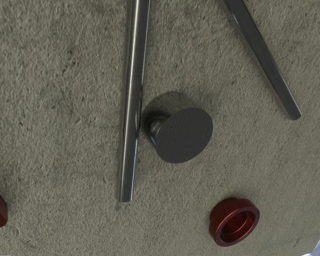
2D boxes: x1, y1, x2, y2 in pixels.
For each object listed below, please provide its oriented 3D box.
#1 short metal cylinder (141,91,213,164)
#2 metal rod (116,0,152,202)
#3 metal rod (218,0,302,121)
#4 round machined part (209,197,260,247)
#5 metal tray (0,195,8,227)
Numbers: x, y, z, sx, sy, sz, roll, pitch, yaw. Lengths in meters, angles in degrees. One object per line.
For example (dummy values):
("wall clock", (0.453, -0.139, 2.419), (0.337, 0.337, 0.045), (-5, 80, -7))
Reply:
("short metal cylinder", (0.021, -0.001, 0.402), (0.081, 0.050, 0.079), (-14, 124, -21))
("metal rod", (-0.033, -0.033, 0.368), (0.025, 0.025, 0.298), (-7, 122, -25))
("metal rod", (0.136, -0.101, 0.419), (0.025, 0.025, 0.300), (-45, 129, 3))
("round machined part", (0.131, 0.168, 0.572), (0.099, 0.042, 0.097), (-14, 124, -21))
("metal tray", (-0.232, 0.070, 0.320), (0.091, 0.030, 0.129), (-24, 127, -14))
